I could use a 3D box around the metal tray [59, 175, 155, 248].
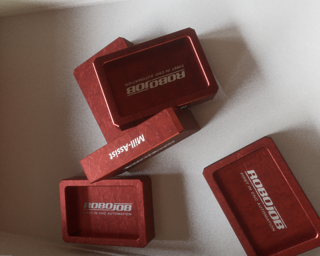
[{"bbox_3d":[-0.076,0.114,0.434,0.130,0.030,0.089,-4,89,19],"label":"metal tray"}]

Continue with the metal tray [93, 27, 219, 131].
[{"bbox_3d":[-0.006,-0.060,0.381,0.131,0.030,0.090,-19,80,-4],"label":"metal tray"}]

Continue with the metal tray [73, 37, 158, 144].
[{"bbox_3d":[-0.053,-0.046,0.426,0.090,0.030,0.130,-31,80,17],"label":"metal tray"}]

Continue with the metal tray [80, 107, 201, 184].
[{"bbox_3d":[-0.021,0.021,0.383,0.130,0.090,0.030,-30,81,17],"label":"metal tray"}]

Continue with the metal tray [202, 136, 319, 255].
[{"bbox_3d":[0.121,0.085,0.364,0.090,0.030,0.130,-31,80,17],"label":"metal tray"}]
